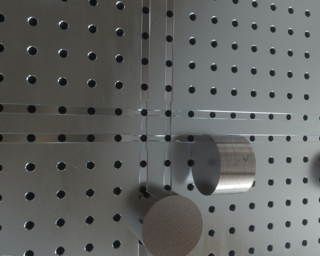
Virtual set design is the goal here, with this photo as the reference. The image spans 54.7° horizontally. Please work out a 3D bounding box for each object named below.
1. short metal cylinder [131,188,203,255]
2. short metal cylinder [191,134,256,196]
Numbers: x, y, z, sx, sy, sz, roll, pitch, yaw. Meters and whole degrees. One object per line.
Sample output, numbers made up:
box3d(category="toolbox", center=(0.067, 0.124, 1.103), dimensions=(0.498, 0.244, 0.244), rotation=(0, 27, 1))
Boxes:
box3d(category="short metal cylinder", center=(0.008, 0.122, 0.402), dimensions=(0.081, 0.050, 0.079), rotation=(0, 90, -20))
box3d(category="short metal cylinder", center=(0.082, 0.048, 0.414), dimensions=(0.050, 0.080, 0.080), rotation=(2, 90, -20))
